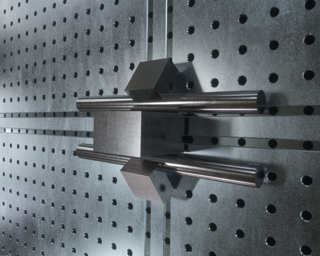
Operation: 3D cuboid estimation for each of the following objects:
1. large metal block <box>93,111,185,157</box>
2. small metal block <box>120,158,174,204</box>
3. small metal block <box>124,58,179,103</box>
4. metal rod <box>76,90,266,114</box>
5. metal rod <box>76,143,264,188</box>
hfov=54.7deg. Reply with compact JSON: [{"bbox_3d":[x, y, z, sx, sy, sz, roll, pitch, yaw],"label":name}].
[{"bbox_3d":[-0.026,0.005,0.389,0.080,0.081,0.050,3,92,40],"label":"large metal block"},{"bbox_3d":[-0.017,0.068,0.403,0.050,0.025,0.050,4,130,39],"label":"small metal block"},{"bbox_3d":[-0.010,-0.061,0.398,0.050,0.025,0.050,2,57,39],"label":"small metal block"},{"bbox_3d":[-0.012,-0.033,0.413,0.300,0.025,0.025,3,92,39],"label":"metal rod"},{"bbox_3d":[-0.013,0.044,0.415,0.300,0.025,0.025,3,92,39],"label":"metal rod"}]
